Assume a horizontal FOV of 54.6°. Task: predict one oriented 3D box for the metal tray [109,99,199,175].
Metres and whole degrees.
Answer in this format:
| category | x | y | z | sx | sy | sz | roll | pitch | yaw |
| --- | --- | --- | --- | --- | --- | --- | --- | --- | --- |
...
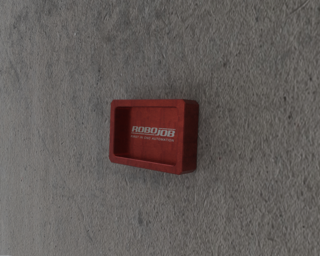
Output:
| category | x | y | z | sx | sy | sz | roll | pitch | yaw |
| --- | --- | --- | --- | --- | --- | --- | --- | --- | --- |
| metal tray | -0.013 | 0.007 | 0.412 | 0.130 | 0.030 | 0.090 | 4 | 93 | 40 |
